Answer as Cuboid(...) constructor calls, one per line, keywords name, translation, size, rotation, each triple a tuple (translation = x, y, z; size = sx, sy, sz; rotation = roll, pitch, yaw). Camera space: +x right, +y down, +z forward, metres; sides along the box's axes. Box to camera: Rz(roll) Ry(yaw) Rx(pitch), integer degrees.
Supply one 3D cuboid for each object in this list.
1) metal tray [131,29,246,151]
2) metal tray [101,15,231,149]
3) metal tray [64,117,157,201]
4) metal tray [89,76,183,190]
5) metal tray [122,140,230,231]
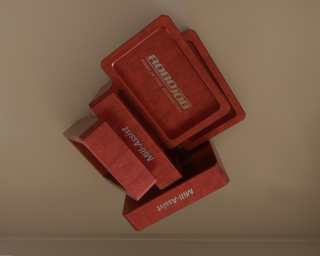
Cuboid(name="metal tray", translation=(0.036, -0.046, 0.392), size=(0.090, 0.030, 0.130), rotation=(-32, 106, 12))
Cuboid(name="metal tray", translation=(0.008, -0.050, 0.356), size=(0.090, 0.030, 0.130), rotation=(-35, 106, 12))
Cuboid(name="metal tray", translation=(-0.065, 0.032, 0.366), size=(0.030, 0.130, 0.090), rotation=(-44, 107, -17))
Cuboid(name="metal tray", translation=(-0.024, 0.002, 0.374), size=(0.030, 0.090, 0.130), rotation=(-35, 107, 12))
Cuboid(name="metal tray", translation=(0.017, 0.068, 0.400), size=(0.130, 0.090, 0.030), rotation=(-31, 108, 10))
